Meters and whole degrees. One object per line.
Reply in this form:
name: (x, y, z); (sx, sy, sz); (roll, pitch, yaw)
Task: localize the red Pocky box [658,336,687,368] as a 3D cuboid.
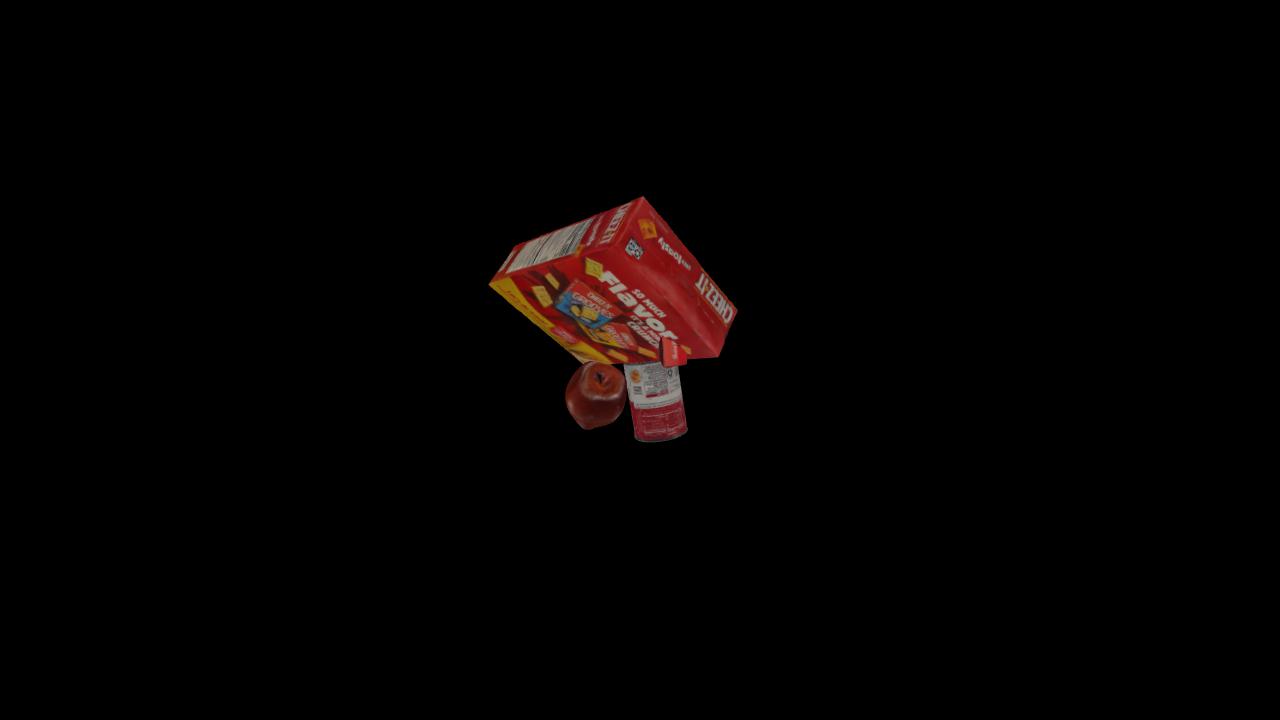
red Pocky box: (0.026, -0.051, 0.686); (0.028, 0.083, 0.155); (-4, 16, -5)

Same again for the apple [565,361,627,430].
apple: (-0.055, 0.043, 0.754); (0.079, 0.079, 0.093); (0, -35, -16)

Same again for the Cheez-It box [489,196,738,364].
Cheez-It box: (-0.033, -0.069, 0.658); (0.223, 0.071, 0.166); (-5, -39, 48)

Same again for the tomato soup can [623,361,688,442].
tomato soup can: (0.018, 0.042, 0.754); (0.068, 0.101, 0.068); (-9, 11, 2)
